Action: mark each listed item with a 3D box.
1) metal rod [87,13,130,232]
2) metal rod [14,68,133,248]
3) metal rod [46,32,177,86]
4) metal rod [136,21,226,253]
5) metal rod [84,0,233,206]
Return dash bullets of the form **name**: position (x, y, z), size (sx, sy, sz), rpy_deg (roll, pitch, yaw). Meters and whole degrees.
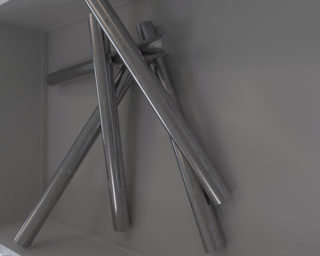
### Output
- **metal rod**: position (-0.068, 0.000, 0.426), size (0.025, 0.025, 0.298), rpy_deg (4, 104, 40)
- **metal rod**: position (-0.122, 0.041, 0.449), size (0.025, 0.025, 0.299), rpy_deg (34, 93, 35)
- **metal rod**: position (-0.094, -0.093, 0.464), size (0.300, 0.025, 0.025), rpy_deg (-2, 89, 46)
- **metal rod**: position (0.021, 0.000, 0.389), size (0.025, 0.025, 0.299), rpy_deg (-27, 73, 37)
- **metal rod**: position (-0.008, -0.045, 0.363), size (0.025, 0.025, 0.299), rpy_deg (-36, 84, 34)
